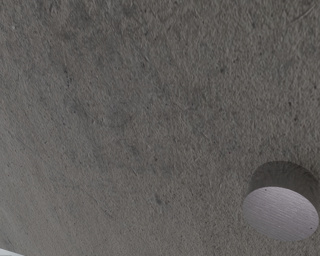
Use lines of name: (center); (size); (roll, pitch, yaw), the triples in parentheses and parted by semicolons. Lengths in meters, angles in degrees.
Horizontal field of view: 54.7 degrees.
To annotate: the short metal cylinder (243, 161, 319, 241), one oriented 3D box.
short metal cylinder: (0.144, 0.086, 0.368); (0.080, 0.050, 0.079); (13, 124, 21)
